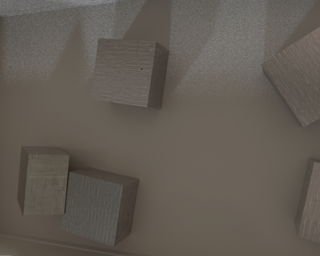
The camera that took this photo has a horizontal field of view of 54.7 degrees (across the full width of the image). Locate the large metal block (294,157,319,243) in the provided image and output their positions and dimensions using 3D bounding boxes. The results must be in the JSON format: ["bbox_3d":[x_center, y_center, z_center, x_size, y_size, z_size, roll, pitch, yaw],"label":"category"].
[{"bbox_3d":[0.195,0.081,0.328,0.080,0.050,0.080,12,94,19],"label":"large metal block"}]

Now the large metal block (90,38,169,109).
[{"bbox_3d":[-0.039,-0.071,0.411,0.080,0.050,0.079,9,93,19],"label":"large metal block"}]

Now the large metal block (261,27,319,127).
[{"bbox_3d":[0.169,-0.055,0.337,0.080,0.050,0.080,-33,80,17],"label":"large metal block"}]

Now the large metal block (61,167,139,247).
[{"bbox_3d":[-0.081,0.104,0.426,0.080,0.050,0.079,10,93,19],"label":"large metal block"}]

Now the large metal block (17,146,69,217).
[{"bbox_3d":[-0.166,0.071,0.435,0.080,0.050,0.079,9,94,60],"label":"large metal block"}]
